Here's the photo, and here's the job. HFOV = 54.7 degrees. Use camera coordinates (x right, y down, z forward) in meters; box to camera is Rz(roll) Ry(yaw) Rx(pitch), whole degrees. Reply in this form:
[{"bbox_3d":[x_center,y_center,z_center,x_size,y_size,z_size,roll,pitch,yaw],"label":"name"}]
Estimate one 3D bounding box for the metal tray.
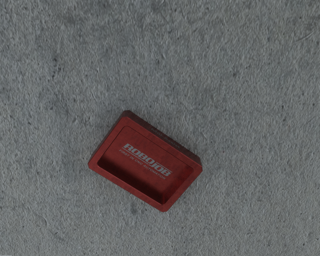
[{"bbox_3d":[-0.019,0.047,0.426,0.130,0.030,0.090,34,106,-12],"label":"metal tray"}]
